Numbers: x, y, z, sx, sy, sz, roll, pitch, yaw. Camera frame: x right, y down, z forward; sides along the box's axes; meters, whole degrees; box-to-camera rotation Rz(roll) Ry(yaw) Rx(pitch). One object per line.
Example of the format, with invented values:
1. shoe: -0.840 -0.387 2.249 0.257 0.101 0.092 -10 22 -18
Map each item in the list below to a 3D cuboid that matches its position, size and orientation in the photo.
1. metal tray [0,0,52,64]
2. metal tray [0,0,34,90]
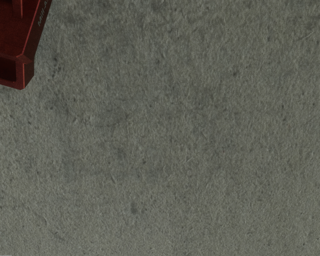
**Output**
1. metal tray: -0.165 -0.143 0.324 0.091 0.030 0.129 16 87 -3
2. metal tray: -0.188 -0.110 0.336 0.091 0.030 0.129 16 134 -7
